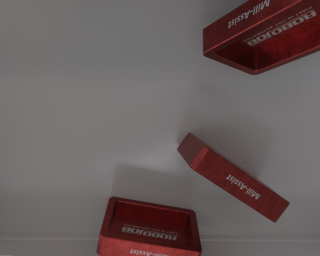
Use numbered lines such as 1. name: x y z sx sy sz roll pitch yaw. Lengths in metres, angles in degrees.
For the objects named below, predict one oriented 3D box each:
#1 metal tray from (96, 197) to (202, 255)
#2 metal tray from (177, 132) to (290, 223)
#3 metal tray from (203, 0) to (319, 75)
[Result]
1. metal tray: -0.013 0.142 0.428 0.131 0.090 0.030 11 110 -4
2. metal tray: 0.089 0.060 0.396 0.130 0.090 0.030 34 94 -12
3. metal tray: 0.118 -0.098 0.311 0.091 0.130 0.030 11 73 -34
